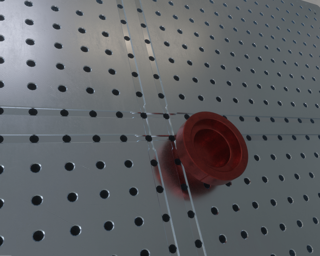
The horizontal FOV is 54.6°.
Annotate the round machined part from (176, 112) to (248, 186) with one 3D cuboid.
[{"bbox_3d":[0.064,0.030,0.413,0.099,0.042,0.098,13,56,-21],"label":"round machined part"}]
